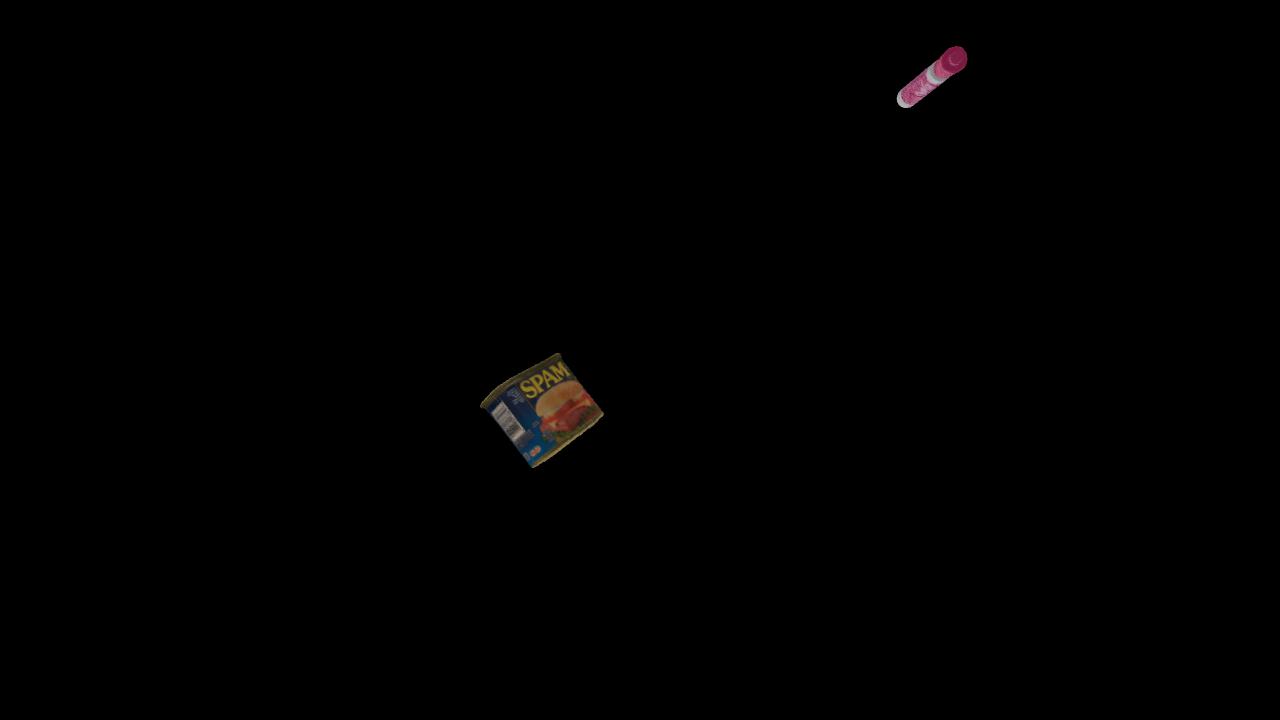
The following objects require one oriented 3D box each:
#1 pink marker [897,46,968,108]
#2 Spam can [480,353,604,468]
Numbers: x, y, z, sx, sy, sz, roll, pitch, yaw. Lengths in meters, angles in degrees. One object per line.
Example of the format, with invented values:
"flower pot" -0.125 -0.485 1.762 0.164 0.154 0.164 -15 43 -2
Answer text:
"pink marker" 0.241 -0.233 0.512 0.020 0.020 0.121 0 10 7
"Spam can" -0.098 0.052 0.640 0.058 0.085 0.101 -41 -5 39
